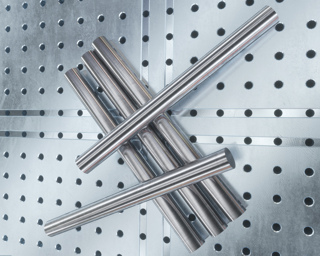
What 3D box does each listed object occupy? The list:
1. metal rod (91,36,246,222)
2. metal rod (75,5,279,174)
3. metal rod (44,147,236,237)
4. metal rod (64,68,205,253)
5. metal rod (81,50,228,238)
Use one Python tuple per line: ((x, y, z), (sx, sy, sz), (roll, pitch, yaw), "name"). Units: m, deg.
((0.004, -0.007, 0.410), (0.025, 0.025, 0.300), (-42, 77, 15), "metal rod")
((0.016, -0.042, 0.385), (0.300, 0.025, 0.025), (-38, 78, 7), "metal rod")
((-0.044, 0.093, 0.405), (0.300, 0.025, 0.025), (-26, 82, 26), "metal rod")
((-0.041, 0.036, 0.426), (0.025, 0.025, 0.299), (-41, 78, 15), "metal rod")
((-0.014, 0.013, 0.417), (0.025, 0.025, 0.299), (-41, 78, 15), "metal rod")
